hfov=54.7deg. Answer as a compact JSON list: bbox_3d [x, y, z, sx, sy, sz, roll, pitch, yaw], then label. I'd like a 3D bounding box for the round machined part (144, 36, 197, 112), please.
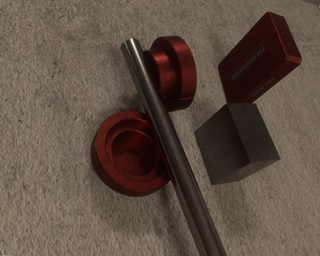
[{"bbox_3d":[0.004,-0.068,0.403,0.042,0.097,0.098,-12,68,-24],"label":"round machined part"}]

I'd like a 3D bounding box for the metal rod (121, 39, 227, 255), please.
[{"bbox_3d":[0.013,0.026,0.342,0.025,0.025,0.299,-8,66,-32],"label":"metal rod"}]

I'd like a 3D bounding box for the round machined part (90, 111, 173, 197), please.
[{"bbox_3d":[-0.032,0.032,0.357,0.099,0.042,0.098,14,56,-21],"label":"round machined part"}]

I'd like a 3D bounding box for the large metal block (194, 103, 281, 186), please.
[{"bbox_3d":[0.097,0.022,0.410,0.050,0.080,0.080,-2,63,-30],"label":"large metal block"}]

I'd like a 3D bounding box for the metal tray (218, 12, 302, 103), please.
[{"bbox_3d":[0.146,-0.099,0.478,0.030,0.129,0.090,7,59,-25],"label":"metal tray"}]
